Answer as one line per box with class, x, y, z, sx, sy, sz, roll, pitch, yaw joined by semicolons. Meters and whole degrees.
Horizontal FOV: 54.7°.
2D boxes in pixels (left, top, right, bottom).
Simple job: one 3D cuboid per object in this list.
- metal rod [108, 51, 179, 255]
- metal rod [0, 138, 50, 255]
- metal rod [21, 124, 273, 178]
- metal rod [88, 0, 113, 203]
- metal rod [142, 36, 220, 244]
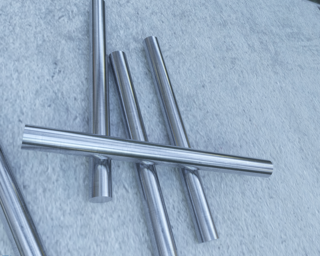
metal rod;-0.022;0.032;0.373;0.025;0.025;0.299;-2;63;-29
metal rod;-0.138;0.069;0.287;0.025;0.025;0.299;-19;72;-36
metal rod;0.006;0.031;0.355;0.302;0.025;0.025;10;58;-24
metal rod;-0.078;-0.055;0.396;0.025;0.025;0.299;8;58;-25
metal rod;0.021;-0.002;0.417;0.025;0.025;0.299;-1;62;-29
